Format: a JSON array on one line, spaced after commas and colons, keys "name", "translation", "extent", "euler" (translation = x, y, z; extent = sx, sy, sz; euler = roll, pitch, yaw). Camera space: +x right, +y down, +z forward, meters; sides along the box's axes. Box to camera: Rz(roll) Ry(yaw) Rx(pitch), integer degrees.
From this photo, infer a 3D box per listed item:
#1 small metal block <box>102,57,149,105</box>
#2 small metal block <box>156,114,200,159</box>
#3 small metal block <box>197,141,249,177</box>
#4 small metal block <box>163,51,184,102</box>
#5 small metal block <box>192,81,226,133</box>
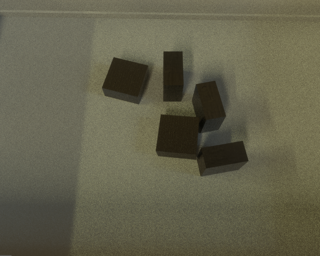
[{"name": "small metal block", "translation": [-0.047, -0.066, 0.433], "extent": [0.050, 0.025, 0.050], "euler": [15, 71, 5]}, {"name": "small metal block", "translation": [0.024, 0.012, 0.403], "extent": [0.050, 0.025, 0.050], "euler": [5, 70, 8]}, {"name": "small metal block", "translation": [0.075, 0.039, 0.383], "extent": [0.050, 0.050, 0.025], "euler": [-9, 71, -4]}, {"name": "small metal block", "translation": [0.017, -0.069, 0.422], "extent": [0.025, 0.050, 0.050], "euler": [0, 70, 0]}, {"name": "small metal block", "translation": [0.063, -0.026, 0.407], "extent": [0.025, 0.050, 0.050], "euler": [-11, 71, -5]}]
